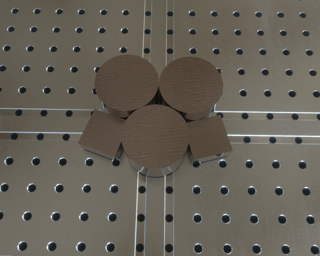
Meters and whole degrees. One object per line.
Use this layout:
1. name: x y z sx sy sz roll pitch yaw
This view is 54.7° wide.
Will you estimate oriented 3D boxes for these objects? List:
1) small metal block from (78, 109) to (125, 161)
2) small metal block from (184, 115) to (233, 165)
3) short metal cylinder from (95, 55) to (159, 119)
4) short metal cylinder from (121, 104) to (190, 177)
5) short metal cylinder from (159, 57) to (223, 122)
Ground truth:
1. small metal block: -0.070 0.009 0.404 0.050 0.025 0.050 20 71 7
2. small metal block: 0.060 0.015 0.403 0.050 0.025 0.050 -13 71 -5
3. short metal cylinder: -0.042 -0.050 0.412 0.081 0.050 0.080 0 70 0
4. short metal cylinder: -0.005 0.017 0.388 0.081 0.050 0.080 0 70 0
5. short metal cylinder: 0.039 -0.047 0.412 0.081 0.050 0.080 0 70 0
